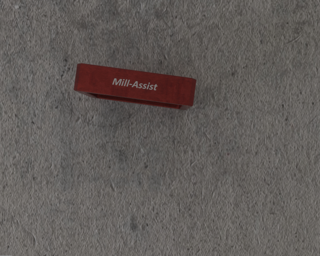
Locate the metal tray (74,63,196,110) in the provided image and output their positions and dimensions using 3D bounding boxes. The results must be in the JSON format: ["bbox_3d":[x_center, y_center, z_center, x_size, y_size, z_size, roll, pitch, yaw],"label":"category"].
[{"bbox_3d":[-0.027,-0.047,0.377,0.131,0.090,0.030,8,90,0],"label":"metal tray"}]
